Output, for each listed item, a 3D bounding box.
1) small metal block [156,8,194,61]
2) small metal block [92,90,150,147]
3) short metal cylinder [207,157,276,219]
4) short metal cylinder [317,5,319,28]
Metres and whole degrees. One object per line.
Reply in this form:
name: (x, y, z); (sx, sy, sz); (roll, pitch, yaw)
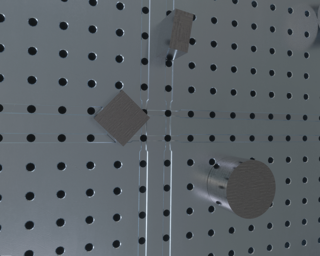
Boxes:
small metal block: (0.018, -0.120, 0.406); (0.025, 0.050, 0.050); (10, 87, -20)
small metal block: (-0.050, -0.012, 0.394); (0.050, 0.025, 0.050); (46, 76, -15)
short metal cylinder: (0.116, 0.083, 0.442); (0.081, 0.050, 0.079); (0, 90, -21)
short metal cylinder: (0.304, -0.185, 0.496); (0.050, 0.080, 0.080); (-11, 94, -20)
